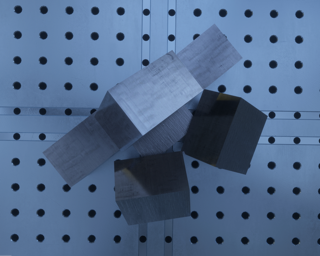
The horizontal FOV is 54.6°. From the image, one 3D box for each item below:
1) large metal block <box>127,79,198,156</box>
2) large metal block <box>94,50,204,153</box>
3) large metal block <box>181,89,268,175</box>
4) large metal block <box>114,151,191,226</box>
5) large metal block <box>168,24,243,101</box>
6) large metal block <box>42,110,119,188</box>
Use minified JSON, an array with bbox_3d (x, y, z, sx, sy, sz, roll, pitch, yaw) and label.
[{"bbox_3d":[-0.008,-0.011,0.402,0.080,0.050,0.080,-39,90,0],"label":"large metal block"},{"bbox_3d":[-0.015,-0.025,0.323,0.080,0.080,0.050,-37,90,-25],"label":"large metal block"},{"bbox_3d":[0.080,0.007,0.379,0.050,0.080,0.080,21,90,41],"label":"large metal block"},{"bbox_3d":[-0.007,0.076,0.379,0.080,0.080,0.050,-9,54,0],"label":"large metal block"},{"bbox_3d":[0.046,-0.073,0.386,0.080,0.080,0.050,-39,91,0],"label":"large metal block"},{"bbox_3d":[-0.083,0.022,0.384,0.080,0.080,0.050,-38,90,0],"label":"large metal block"}]
